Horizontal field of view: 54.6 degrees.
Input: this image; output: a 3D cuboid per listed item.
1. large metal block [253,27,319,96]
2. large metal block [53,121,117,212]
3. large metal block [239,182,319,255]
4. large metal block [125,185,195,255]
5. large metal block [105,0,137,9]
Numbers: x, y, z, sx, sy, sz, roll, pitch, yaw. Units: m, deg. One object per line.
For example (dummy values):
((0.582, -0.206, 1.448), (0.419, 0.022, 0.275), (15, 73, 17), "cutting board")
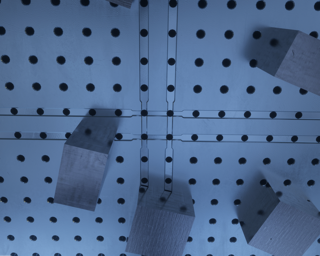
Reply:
((0.166, -0.075, 0.358), (0.080, 0.080, 0.050), (21, 109, -8), "large metal block")
((-0.094, 0.046, 0.400), (0.050, 0.080, 0.079), (15, 110, -5), "large metal block")
((0.177, 0.138, 0.452), (0.080, 0.050, 0.080), (25, 108, -9), "large metal block")
((-0.001, 0.139, 0.451), (0.080, 0.050, 0.079), (13, 110, -5), "large metal block")
((-0.057, -0.181, 0.333), (0.080, 0.050, 0.080), (17, 109, -6), "large metal block")
